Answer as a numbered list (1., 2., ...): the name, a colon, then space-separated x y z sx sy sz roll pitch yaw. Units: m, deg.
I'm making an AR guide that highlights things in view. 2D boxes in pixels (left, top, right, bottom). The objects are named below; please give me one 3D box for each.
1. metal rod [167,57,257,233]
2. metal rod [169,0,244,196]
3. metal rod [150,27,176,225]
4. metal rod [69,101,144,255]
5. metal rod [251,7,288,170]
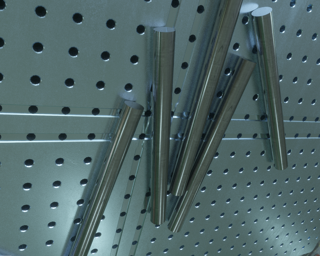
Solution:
1. metal rod: 0.071 0.038 0.472 0.025 0.025 0.298 6 115 -31
2. metal rod: 0.057 -0.033 0.421 0.025 0.025 0.298 -1 119 -28
3. metal rod: 0.001 0.018 0.421 0.025 0.025 0.298 -12 124 -22
4. metal rod: -0.085 0.102 0.426 0.025 0.025 0.298 9 114 -32
5. metal rod: 0.176 -0.039 0.481 0.025 0.025 0.299 -31 129 -9
